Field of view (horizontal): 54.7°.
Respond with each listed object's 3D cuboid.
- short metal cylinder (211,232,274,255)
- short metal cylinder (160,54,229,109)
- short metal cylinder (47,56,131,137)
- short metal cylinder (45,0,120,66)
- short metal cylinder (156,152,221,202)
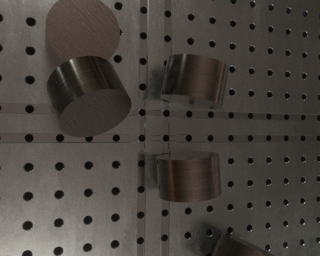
[{"bbox_3d":[0.112,0.184,0.427,0.080,0.080,0.050,27,81,-19],"label":"short metal cylinder"},{"bbox_3d":[0.044,-0.058,0.401,0.081,0.080,0.050,12,86,-20],"label":"short metal cylinder"},{"bbox_3d":[-0.079,-0.033,0.347,0.081,0.080,0.050,-18,60,-19],"label":"short metal cylinder"},{"bbox_3d":[-0.092,-0.108,0.366,0.081,0.050,0.079,0,90,-20],"label":"short metal cylinder"},{"bbox_3d":[0.037,0.060,0.398,0.081,0.080,0.050,-4,92,-20],"label":"short metal cylinder"}]
